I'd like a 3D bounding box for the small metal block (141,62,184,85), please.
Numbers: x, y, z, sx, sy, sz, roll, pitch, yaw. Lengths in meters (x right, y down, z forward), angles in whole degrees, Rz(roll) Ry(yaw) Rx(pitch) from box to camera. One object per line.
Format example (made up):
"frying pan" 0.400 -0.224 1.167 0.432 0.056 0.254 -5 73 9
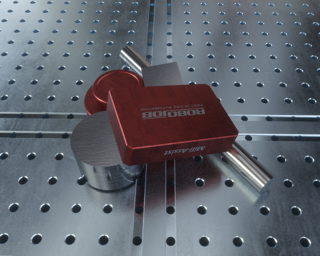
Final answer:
"small metal block" 0.004 -0.061 0.423 0.050 0.025 0.050 -11 53 -3

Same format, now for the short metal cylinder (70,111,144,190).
"short metal cylinder" -0.059 0.025 0.364 0.081 0.050 0.080 0 50 0

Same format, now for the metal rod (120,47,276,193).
"metal rod" 0.034 -0.029 0.427 0.025 0.025 0.300 -29 56 -22

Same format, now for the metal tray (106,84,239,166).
"metal tray" 0.013 -0.009 0.357 0.131 0.030 0.090 -6 49 -22

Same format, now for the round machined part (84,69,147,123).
"round machined part" -0.055 -0.044 0.426 0.099 0.042 0.098 -1 50 1
